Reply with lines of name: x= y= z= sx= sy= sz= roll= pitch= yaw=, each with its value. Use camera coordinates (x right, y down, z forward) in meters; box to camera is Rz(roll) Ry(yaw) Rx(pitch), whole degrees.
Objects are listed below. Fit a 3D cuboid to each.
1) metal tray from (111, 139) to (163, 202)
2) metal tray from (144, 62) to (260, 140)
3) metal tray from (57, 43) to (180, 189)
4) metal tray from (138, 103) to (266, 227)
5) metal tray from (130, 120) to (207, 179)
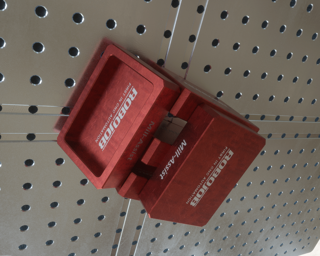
metal tray: x=-0.007 y=0.060 z=0.401 sx=0.131 sy=0.090 sz=0.030 roll=23 pitch=106 yaw=-37
metal tray: x=0.050 y=-0.027 z=0.378 sx=0.131 sy=0.090 sz=0.030 roll=22 pitch=107 yaw=-36
metal tray: x=-0.049 y=-0.012 z=0.331 sx=0.030 sy=0.090 sz=0.129 roll=12 pitch=114 yaw=-57
metal tray: x=0.047 y=0.046 z=0.344 sx=0.090 sy=0.030 sz=0.129 roll=23 pitch=106 yaw=-36
metal tray: x=0.018 y=0.022 z=0.391 sx=0.131 sy=0.090 sz=0.030 roll=21 pitch=106 yaw=-37
